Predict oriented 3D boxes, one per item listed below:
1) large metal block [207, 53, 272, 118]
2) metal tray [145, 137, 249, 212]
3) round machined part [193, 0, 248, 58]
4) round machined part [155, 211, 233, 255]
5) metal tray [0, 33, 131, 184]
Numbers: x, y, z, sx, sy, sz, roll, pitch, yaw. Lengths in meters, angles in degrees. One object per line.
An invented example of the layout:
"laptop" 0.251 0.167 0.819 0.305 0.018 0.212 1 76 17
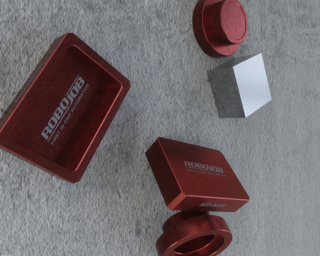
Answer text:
"large metal block" 0.129 -0.068 0.500 0.081 0.050 0.080 -29 109 -36
"metal tray" 0.051 0.064 0.411 0.131 0.030 0.090 14 37 -39
"round machined part" 0.099 -0.160 0.479 0.099 0.042 0.097 0 90 -40
"round machined part" 0.041 0.142 0.409 0.099 0.042 0.097 -12 136 -11
"metal tray" -0.096 -0.020 0.321 0.090 0.030 0.130 39 66 -33
